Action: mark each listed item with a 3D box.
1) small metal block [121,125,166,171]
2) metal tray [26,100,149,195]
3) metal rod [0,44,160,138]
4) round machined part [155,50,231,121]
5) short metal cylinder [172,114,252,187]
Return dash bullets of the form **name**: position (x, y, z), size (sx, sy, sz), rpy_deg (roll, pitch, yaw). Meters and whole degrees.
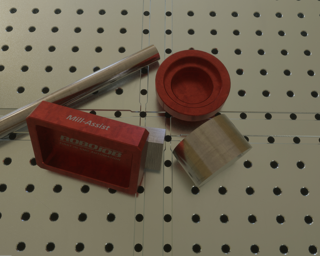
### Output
- **small metal block**: position (-0.021, 0.024, 0.386), size (0.050, 0.050, 0.025), rpy_deg (8, 44, 2)
- **metal tray**: position (-0.083, 0.025, 0.364), size (0.131, 0.089, 0.030), rpy_deg (15, 45, 5)
- **metal rod**: position (-0.136, -0.040, 0.424), size (0.302, 0.025, 0.025), rpy_deg (-28, 73, -10)
- **round machined part**: position (0.043, -0.054, 0.423), size (0.099, 0.042, 0.098), rpy_deg (0, 70, -1)
- **short metal cylinder**: position (0.062, 0.028, 0.373), size (0.080, 0.080, 0.050), rpy_deg (-33, 74, -11)
